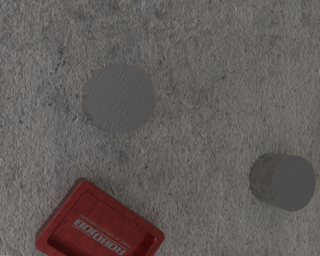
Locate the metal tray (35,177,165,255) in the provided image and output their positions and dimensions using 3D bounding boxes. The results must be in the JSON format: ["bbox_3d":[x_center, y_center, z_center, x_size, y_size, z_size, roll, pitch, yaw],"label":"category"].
[{"bbox_3d":[-0.070,0.133,0.380,0.130,0.030,0.090,39,77,-16],"label":"metal tray"}]

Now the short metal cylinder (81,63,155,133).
[{"bbox_3d":[-0.052,-0.034,0.377,0.081,0.050,0.080,0,90,-20],"label":"short metal cylinder"}]

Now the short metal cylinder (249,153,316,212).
[{"bbox_3d":[0.182,0.079,0.464,0.081,0.050,0.080,0,90,-20],"label":"short metal cylinder"}]
